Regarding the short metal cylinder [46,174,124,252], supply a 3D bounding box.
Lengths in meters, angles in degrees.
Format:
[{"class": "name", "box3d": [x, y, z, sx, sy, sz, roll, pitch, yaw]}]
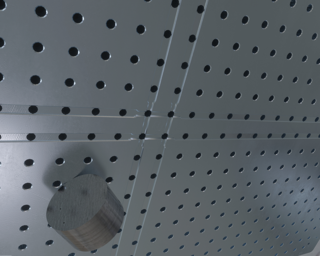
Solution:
[{"class": "short metal cylinder", "box3d": [-0.092, 0.105, 0.390, 0.080, 0.080, 0.050, -31, 129, -8]}]
